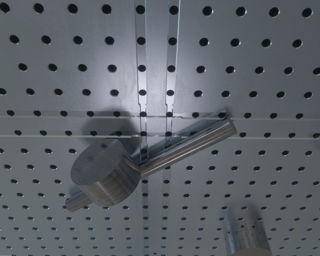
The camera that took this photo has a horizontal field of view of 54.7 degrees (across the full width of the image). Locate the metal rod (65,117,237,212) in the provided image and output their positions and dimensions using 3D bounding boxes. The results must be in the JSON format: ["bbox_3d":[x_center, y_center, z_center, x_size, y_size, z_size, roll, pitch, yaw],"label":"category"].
[{"bbox_3d":[-0.027,0.063,0.464,0.300,0.025,0.025,-28,125,22],"label":"metal rod"}]

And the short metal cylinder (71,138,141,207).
[{"bbox_3d":[-0.074,0.060,0.426,0.080,0.080,0.050,-19,128,15],"label":"short metal cylinder"}]

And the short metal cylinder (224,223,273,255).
[{"bbox_3d":[0.166,0.224,0.588,0.081,0.050,0.079,0,130,0],"label":"short metal cylinder"}]
